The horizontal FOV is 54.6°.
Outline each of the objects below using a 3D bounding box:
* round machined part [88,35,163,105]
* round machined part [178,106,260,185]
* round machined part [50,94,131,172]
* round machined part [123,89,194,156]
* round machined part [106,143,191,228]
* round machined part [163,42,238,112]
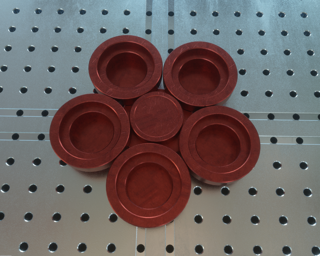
[{"bbox_3d":[-0.046,-0.076,0.430,0.099,0.042,0.098,0,70,0],"label":"round machined part"},{"bbox_3d":[0.072,0.024,0.394,0.099,0.042,0.098,0,70,0],"label":"round machined part"},{"bbox_3d":[-0.086,0.008,0.399,0.099,0.042,0.098,0,70,0],"label":"round machined part"},{"bbox_3d":[-0.004,-0.008,0.405,0.099,0.042,0.098,0,70,0],"label":"round machined part"},{"bbox_3d":[-0.013,0.071,0.376,0.099,0.042,0.098,0,70,0],"label":"round machined part"},{"bbox_3d":[0.053,-0.066,0.427,0.099,0.042,0.098,0,70,0],"label":"round machined part"}]
